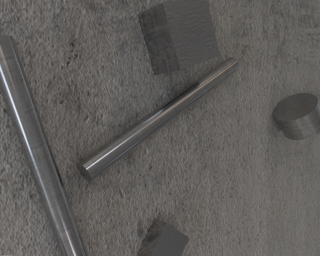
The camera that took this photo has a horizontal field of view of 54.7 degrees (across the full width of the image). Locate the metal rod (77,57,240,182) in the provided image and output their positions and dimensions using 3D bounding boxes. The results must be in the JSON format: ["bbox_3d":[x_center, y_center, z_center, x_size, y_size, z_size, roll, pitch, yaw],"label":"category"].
[{"bbox_3d":[0.018,-0.027,0.419,0.302,0.025,0.025,-37,113,-34],"label":"metal rod"}]

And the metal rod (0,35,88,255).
[{"bbox_3d":[-0.110,0.060,0.312,0.025,0.025,0.298,-24,105,-37],"label":"metal rod"}]

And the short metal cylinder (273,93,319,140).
[{"bbox_3d":[0.266,-0.022,0.591,0.080,0.080,0.050,-51,120,-28],"label":"short metal cylinder"}]

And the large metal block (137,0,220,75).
[{"bbox_3d":[0.027,-0.122,0.410,0.081,0.050,0.080,-27,107,-37],"label":"large metal block"}]

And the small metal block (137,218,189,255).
[{"bbox_3d":[0.005,0.156,0.409,0.050,0.025,0.050,43,64,-32],"label":"small metal block"}]
